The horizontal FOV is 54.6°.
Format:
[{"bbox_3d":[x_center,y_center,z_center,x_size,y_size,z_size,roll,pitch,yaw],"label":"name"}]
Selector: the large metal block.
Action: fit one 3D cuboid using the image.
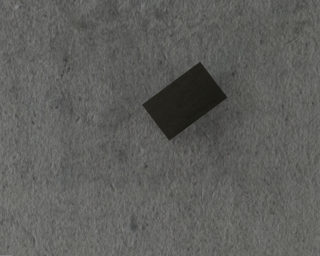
[{"bbox_3d":[0.027,-0.030,0.383,0.080,0.080,0.050,-37,90,0],"label":"large metal block"}]
